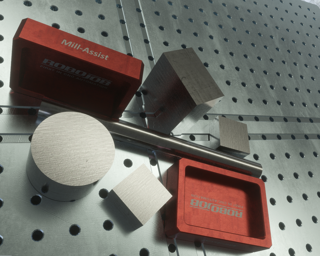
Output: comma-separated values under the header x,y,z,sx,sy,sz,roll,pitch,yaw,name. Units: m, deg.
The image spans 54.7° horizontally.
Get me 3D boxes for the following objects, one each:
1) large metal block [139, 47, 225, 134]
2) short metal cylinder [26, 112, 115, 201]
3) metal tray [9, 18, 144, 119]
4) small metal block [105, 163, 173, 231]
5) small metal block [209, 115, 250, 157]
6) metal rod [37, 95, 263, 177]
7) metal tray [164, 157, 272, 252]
x,y,z,sx,sy,sz,roll,pitch,yaw,name
0.026,-0.048,0.418,0.050,0.080,0.080,-20,73,-36,large metal block
-0.093,0.030,0.322,0.081,0.050,0.080,14,56,-21,short metal cylinder
-0.095,-0.059,0.350,0.131,0.090,0.030,17,55,-19,metal tray
-0.023,0.077,0.349,0.050,0.025,0.050,48,51,5,small metal block
0.101,0.015,0.453,0.050,0.025,0.050,16,55,-19,small metal block
0.002,0.019,0.397,0.302,0.025,0.025,18,55,-18,metal rod
0.073,0.096,0.384,0.131,0.030,0.090,17,55,-19,metal tray
